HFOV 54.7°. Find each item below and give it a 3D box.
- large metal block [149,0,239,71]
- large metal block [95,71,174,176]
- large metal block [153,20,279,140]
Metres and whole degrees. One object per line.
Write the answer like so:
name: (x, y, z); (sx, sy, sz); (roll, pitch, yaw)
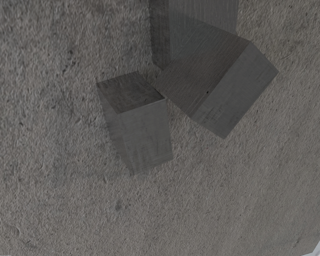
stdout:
large metal block: (0.036, -0.110, 0.342); (0.081, 0.050, 0.079); (-16, 125, -19)
large metal block: (-0.029, -0.008, 0.350); (0.050, 0.080, 0.080); (-20, 126, -16)
large metal block: (0.051, -0.049, 0.304); (0.050, 0.080, 0.080); (29, 102, -38)
